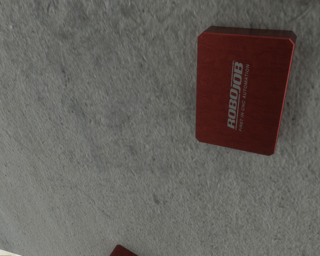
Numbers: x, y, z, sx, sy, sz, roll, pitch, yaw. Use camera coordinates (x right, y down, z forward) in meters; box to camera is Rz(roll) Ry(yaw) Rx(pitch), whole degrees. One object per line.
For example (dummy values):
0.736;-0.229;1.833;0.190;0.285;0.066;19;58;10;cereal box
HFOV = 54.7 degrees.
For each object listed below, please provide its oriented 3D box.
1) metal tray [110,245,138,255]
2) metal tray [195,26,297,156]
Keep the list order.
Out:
-0.043;0.294;0.606;0.130;0.030;0.089;27;128;11;metal tray
0.087;-0.038;0.333;0.090;0.030;0.129;11;123;21;metal tray
